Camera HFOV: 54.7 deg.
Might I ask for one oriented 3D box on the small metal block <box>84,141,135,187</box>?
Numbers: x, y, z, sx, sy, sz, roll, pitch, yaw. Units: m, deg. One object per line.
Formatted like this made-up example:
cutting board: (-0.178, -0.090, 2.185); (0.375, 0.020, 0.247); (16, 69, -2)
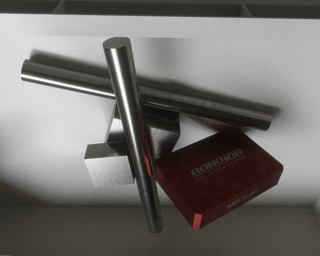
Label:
small metal block: (-0.060, 0.045, 0.379); (0.050, 0.025, 0.050); (-5, 130, 3)

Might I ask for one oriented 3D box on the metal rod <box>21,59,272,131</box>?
metal rod: (-0.007, -0.037, 0.377); (0.302, 0.025, 0.025); (11, 129, -10)

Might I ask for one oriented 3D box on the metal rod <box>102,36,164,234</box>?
metal rod: (-0.023, 0.036, 0.372); (0.025, 0.025, 0.298); (-5, 130, 4)

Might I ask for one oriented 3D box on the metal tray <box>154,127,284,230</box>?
metal tray: (0.070, 0.054, 0.376); (0.131, 0.090, 0.030); (-21, 136, -25)

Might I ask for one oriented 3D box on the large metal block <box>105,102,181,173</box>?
large metal block: (-0.027, 0.011, 0.400); (0.081, 0.050, 0.079); (14, 129, -12)
